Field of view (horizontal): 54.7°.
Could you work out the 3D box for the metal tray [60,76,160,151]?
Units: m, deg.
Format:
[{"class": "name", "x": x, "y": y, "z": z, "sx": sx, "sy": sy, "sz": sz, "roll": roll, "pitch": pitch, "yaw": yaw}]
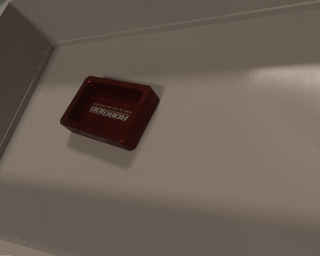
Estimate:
[{"class": "metal tray", "x": -0.076, "y": -0.026, "z": 0.456, "sx": 0.130, "sy": 0.030, "sz": 0.090, "roll": 14, "pitch": 69, "yaw": 33}]
